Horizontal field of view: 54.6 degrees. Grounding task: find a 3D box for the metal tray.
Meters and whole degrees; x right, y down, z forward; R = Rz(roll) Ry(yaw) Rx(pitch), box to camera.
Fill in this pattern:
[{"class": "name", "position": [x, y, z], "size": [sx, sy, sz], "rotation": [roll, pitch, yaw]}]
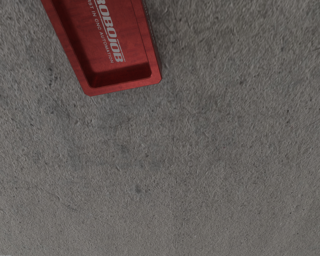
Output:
[{"class": "metal tray", "position": [-0.055, -0.099, 0.318], "size": [0.090, 0.030, 0.129], "rotation": [-10, 130, 8]}]
